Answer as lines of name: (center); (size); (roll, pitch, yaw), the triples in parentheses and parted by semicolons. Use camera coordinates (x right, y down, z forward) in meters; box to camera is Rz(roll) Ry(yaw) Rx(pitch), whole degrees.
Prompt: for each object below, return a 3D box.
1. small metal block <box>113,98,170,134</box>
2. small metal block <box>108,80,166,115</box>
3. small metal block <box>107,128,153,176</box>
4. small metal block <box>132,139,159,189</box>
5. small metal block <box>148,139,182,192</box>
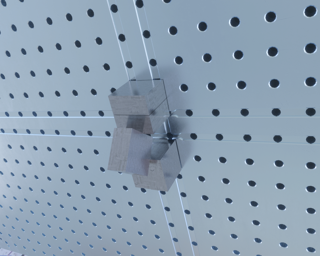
small metal block: (-0.022, -0.016, 0.394); (0.050, 0.050, 0.025); (2, 119, 27)
small metal block: (-0.027, -0.038, 0.383); (0.050, 0.050, 0.025); (2, 119, 27)
small metal block: (-0.035, 0.030, 0.377); (0.025, 0.050, 0.050); (1, 77, 28)
small metal block: (-0.017, 0.049, 0.433); (0.025, 0.050, 0.050); (1, 119, 27)
small metal block: (0.005, 0.050, 0.420); (0.025, 0.050, 0.050); (1, 119, 27)
